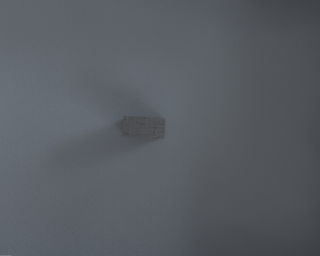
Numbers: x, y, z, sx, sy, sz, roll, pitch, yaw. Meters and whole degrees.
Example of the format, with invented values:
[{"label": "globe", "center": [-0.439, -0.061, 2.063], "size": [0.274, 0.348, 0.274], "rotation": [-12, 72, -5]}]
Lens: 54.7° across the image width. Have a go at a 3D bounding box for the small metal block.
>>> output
[{"label": "small metal block", "center": [-0.020, -0.001, 0.395], "size": [0.050, 0.050, 0.025], "rotation": [3, 90, -1]}]
